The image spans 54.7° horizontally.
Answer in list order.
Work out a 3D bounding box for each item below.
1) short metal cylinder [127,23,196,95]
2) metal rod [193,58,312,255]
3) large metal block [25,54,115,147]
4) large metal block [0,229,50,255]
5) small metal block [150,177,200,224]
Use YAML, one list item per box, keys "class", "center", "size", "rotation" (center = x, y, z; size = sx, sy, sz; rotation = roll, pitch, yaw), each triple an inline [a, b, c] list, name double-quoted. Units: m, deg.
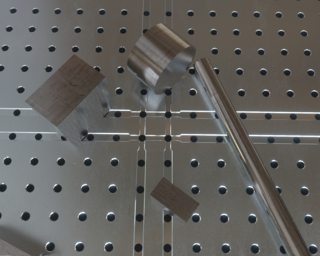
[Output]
- class: "short metal cylinder"
  center: [0.002, -0.091, 0.416]
  size: [0.050, 0.080, 0.080]
  rotation: [42, 75, 13]
- class: "metal rod"
  center: [0.115, 0.037, 0.399]
  size: [0.025, 0.025, 0.299]
  rotation: [-21, 72, -8]
- class: "large metal block"
  center: [-0.108, -0.032, 0.393]
  size: [0.050, 0.080, 0.080]
  rotation: [37, 74, 12]
- class: "large metal block"
  center: [-0.185, 0.160, 0.338]
  size: [0.080, 0.050, 0.080]
  rotation: [24, 72, 8]
- class: "small metal block"
  center: [0.016, 0.087, 0.367]
  size: [0.050, 0.050, 0.025]
  rotation: [35, 74, 11]
